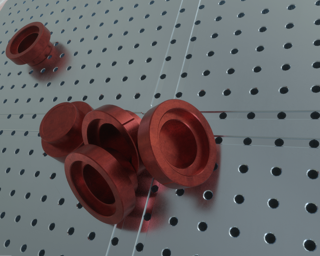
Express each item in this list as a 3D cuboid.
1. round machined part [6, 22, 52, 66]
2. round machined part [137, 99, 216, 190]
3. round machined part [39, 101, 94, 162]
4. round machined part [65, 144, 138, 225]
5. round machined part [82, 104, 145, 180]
[{"bbox_3d":[-0.265,-0.169,0.642,0.098,0.042,0.098,-13,56,21],"label":"round machined part"},{"bbox_3d":[0.015,0.020,0.349,0.042,0.098,0.098,-24,48,47],"label":"round machined part"},{"bbox_3d":[-0.143,-0.001,0.475,0.098,0.042,0.098,-13,56,21],"label":"round machined part"},{"bbox_3d":[-0.066,0.062,0.371,0.098,0.097,0.042,16,35,34],"label":"round machined part"},{"bbox_3d":[-0.050,0.015,0.392,0.098,0.097,0.042,17,34,34],"label":"round machined part"}]
